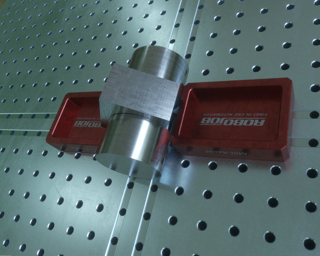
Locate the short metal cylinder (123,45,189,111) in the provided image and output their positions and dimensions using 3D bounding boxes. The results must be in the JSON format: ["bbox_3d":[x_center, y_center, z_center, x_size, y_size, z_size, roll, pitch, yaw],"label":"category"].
[{"bbox_3d":[-0.006,-0.064,0.415,0.080,0.080,0.050,1,63,29],"label":"short metal cylinder"}]

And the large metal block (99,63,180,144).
[{"bbox_3d":[-0.027,-0.027,0.385,0.080,0.080,0.050,17,66,-2],"label":"large metal block"}]

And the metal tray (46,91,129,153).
[{"bbox_3d":[-0.099,-0.010,0.463,0.130,0.030,0.090,1,62,28],"label":"metal tray"}]

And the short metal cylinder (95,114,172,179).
[{"bbox_3d":[-0.031,0.024,0.374,0.080,0.080,0.050,2,63,29],"label":"short metal cylinder"}]

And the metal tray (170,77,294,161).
[{"bbox_3d":[0.085,-0.012,0.367,0.130,0.030,0.090,1,62,28],"label":"metal tray"}]
